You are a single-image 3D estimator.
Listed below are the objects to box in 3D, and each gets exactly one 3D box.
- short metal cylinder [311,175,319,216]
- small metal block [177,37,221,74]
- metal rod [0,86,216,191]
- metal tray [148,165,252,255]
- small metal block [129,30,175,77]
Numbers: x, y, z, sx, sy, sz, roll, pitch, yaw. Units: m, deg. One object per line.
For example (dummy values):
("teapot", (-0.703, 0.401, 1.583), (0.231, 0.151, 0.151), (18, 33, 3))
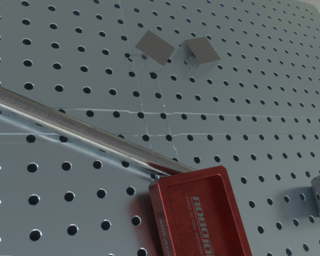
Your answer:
("short metal cylinder", (0.275, 0.100, 0.464), (0.081, 0.080, 0.050), (13, 57, -22))
("small metal block", (0.066, -0.123, 0.521), (0.050, 0.025, 0.050), (-20, 73, -36))
("metal rod", (-0.064, 0.017, 0.364), (0.302, 0.025, 0.025), (24, 53, -14))
("metal tray", (0.047, 0.114, 0.344), (0.091, 0.030, 0.129), (-7, 74, -26))
("small metal block", (-0.011, -0.115, 0.474), (0.050, 0.025, 0.050), (33, 51, -7))
